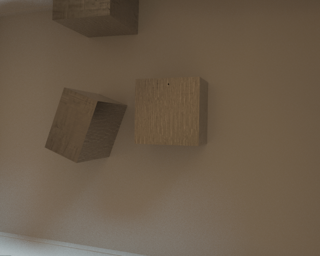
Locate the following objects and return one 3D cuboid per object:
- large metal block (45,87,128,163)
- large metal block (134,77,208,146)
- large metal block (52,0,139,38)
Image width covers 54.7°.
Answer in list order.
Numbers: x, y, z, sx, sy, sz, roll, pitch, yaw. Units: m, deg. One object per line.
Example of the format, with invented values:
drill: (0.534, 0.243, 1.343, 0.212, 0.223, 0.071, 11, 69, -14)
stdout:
large metal block: (-0.095, -0.004, 0.414, 0.050, 0.080, 0.080, 23, 97, 18)
large metal block: (0.016, -0.020, 0.391, 0.080, 0.050, 0.079, 1, 90, 19)
large metal block: (-0.081, -0.157, 0.409, 0.080, 0.080, 0.050, 2, 91, 19)
